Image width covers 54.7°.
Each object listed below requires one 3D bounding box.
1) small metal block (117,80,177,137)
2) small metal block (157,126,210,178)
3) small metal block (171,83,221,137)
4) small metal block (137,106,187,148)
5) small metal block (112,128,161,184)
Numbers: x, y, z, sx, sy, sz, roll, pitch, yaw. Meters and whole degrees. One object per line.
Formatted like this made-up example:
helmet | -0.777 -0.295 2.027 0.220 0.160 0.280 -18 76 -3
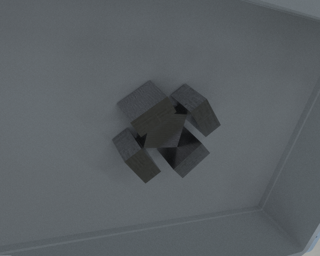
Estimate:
small metal block | -0.017 -0.024 0.366 0.050 0.050 0.025 -36 128 -4
small metal block | 0.031 0.032 0.426 0.050 0.050 0.025 -43 130 0
small metal block | 0.046 -0.023 0.400 0.025 0.050 0.050 -39 130 -3
small metal block | 0.002 -0.002 0.406 0.050 0.025 0.050 1 118 -29
small metal block | -0.030 0.035 0.395 0.025 0.050 0.050 -38 129 -2
